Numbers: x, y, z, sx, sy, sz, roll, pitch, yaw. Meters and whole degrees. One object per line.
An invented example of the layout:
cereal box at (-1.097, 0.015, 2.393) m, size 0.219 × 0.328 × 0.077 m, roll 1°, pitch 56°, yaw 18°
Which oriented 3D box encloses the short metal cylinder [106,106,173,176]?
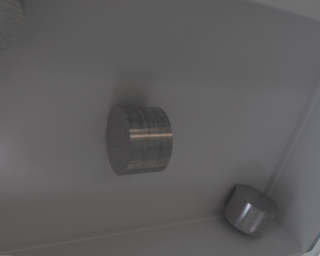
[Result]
short metal cylinder at (-0.027, 0.014, 0.367) m, size 0.050 × 0.080 × 0.079 m, roll -1°, pitch 119°, yaw -28°

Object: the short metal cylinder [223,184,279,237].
short metal cylinder at (0.161, 0.144, 0.550) m, size 0.081 × 0.080 × 0.050 m, roll 11°, pitch 113°, yaw -33°

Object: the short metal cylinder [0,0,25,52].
short metal cylinder at (-0.145, -0.101, 0.231) m, size 0.081 × 0.050 × 0.080 m, roll -11°, pitch 147°, yaw -7°
